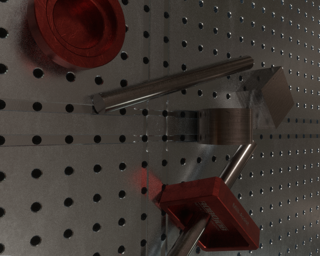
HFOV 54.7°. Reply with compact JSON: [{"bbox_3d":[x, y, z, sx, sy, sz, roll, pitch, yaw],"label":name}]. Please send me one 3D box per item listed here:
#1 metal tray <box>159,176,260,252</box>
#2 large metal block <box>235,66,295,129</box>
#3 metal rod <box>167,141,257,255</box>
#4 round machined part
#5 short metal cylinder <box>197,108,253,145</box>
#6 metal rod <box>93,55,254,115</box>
[{"bbox_3d":[0.071,0.126,0.433,0.130,0.090,0.030,51,39,-28],"label":"metal tray"},{"bbox_3d":[0.190,-0.054,0.556,0.080,0.050,0.080,-44,117,-31],"label":"large metal block"},{"bbox_3d":[0.057,0.131,0.439,0.301,0.025,0.025,-51,120,-23],"label":"metal rod"},{"bbox_3d":[-0.089,-0.109,0.325,0.099,0.042,0.097,0,90,-40],"label":"round machined part"},{"bbox_3d":[0.095,-0.002,0.456,0.081,0.080,0.050,0,91,-40],"label":"short metal cylinder"},{"bbox_3d":[0.041,-0.070,0.445,0.302,0.025,0.025,-21,104,-38],"label":"metal rod"}]
